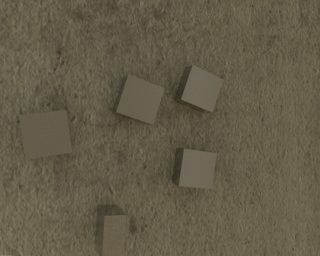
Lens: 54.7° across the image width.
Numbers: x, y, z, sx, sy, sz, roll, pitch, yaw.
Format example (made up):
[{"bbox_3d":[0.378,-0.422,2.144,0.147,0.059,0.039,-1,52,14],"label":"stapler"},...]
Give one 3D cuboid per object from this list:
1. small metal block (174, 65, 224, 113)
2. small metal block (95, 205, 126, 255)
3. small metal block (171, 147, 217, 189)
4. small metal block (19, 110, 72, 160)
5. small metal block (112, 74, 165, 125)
[{"bbox_3d":[0.054,-0.053,0.430,0.050,0.025,0.050,21,83,-19],"label":"small metal block"},{"bbox_3d":[-0.061,0.124,0.374,0.025,0.050,0.050,4,89,-20],"label":"small metal block"},{"bbox_3d":[0.047,0.055,0.428,0.050,0.025,0.050,9,87,-20],"label":"small metal block"},{"bbox_3d":[-0.132,0.007,0.360,0.050,0.025,0.050,-9,93,-20],"label":"small metal block"},{"bbox_3d":[-0.028,-0.035,0.399,0.050,0.025,0.050,19,84,-20],"label":"small metal block"}]
